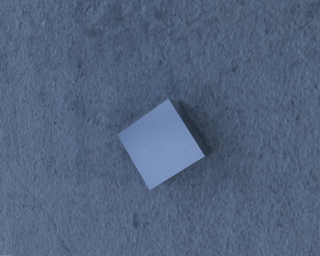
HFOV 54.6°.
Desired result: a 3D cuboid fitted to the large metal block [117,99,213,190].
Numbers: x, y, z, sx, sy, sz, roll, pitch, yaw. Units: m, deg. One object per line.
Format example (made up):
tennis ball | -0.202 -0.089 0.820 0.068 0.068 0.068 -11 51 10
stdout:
large metal block | 0.007 0.020 0.393 0.080 0.050 0.080 -34 79 17
